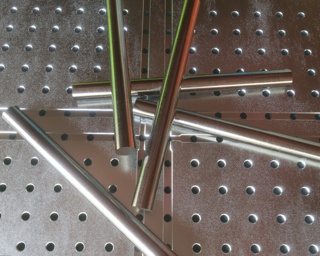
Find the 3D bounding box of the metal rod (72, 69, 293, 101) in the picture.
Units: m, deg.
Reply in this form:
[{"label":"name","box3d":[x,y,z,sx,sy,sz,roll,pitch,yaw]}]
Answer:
[{"label":"metal rod","box3d":[0.032,-0.060,0.434,0.302,0.025,0.025,-4,70,-2]}]

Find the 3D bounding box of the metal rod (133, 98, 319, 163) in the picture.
[{"label":"metal rod","box3d":[0.112,0.008,0.410,0.302,0.025,0.025,14,71,4]}]

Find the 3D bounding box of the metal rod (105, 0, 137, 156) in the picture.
[{"label":"metal rod","box3d":[-0.058,-0.104,0.427,0.025,0.025,0.299,-7,62,-3]}]

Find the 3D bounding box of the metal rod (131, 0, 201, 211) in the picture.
[{"label":"metal rod","box3d":[0.013,-0.046,0.400,0.025,0.025,0.299,12,70,4]}]

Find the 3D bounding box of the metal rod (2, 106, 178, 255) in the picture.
[{"label":"metal rod","box3d":[-0.088,0.073,0.383,0.300,0.025,0.025,40,75,13]}]
